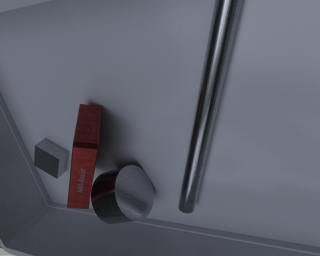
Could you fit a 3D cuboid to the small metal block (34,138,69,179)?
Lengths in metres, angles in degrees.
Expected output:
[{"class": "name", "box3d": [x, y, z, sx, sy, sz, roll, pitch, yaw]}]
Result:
[{"class": "small metal block", "box3d": [-0.189, 0.053, 0.538, 0.050, 0.025, 0.050, 28, 128, 10]}]

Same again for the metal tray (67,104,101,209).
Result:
[{"class": "metal tray", "box3d": [-0.109, 0.042, 0.446, 0.030, 0.090, 0.129, 7, 128, -13]}]

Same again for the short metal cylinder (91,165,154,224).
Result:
[{"class": "short metal cylinder", "box3d": [-0.055, 0.100, 0.462, 0.050, 0.080, 0.080, -20, 108, 35]}]

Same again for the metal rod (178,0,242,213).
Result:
[{"class": "metal rod", "box3d": [0.053, -0.006, 0.375, 0.025, 0.025, 0.298, 18, 126, 17]}]
